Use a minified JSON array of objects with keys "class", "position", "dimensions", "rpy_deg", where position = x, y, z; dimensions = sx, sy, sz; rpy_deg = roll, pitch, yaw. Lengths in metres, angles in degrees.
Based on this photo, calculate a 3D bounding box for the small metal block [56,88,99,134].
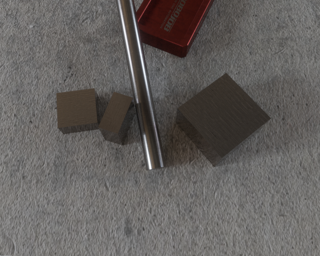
[{"class":"small metal block","position":[-0.109,-0.022,0.415],"dimensions":[0.050,0.025,0.050],"rpy_deg":[-8,70,-4]}]

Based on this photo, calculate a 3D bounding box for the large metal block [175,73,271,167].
[{"class":"large metal block","position":[0.078,-0.010,0.399],"dimensions":[0.080,0.050,0.080],"rpy_deg":[-37,74,-13]}]

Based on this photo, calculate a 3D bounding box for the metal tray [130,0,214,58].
[{"class":"metal tray","position":[0.023,-0.179,0.471],"dimensions":[0.090,0.030,0.130],"rpy_deg":[24,71,8]}]

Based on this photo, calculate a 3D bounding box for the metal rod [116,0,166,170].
[{"class":"metal rod","position":[-0.033,-0.093,0.418],"dimensions":[0.025,0.025,0.299],"rpy_deg":[-10,79,-4]}]

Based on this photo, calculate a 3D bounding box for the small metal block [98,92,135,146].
[{"class":"small metal block","position":[-0.054,-0.011,0.398],"dimensions":[0.025,0.050,0.050],"rpy_deg":[18,71,6]}]
